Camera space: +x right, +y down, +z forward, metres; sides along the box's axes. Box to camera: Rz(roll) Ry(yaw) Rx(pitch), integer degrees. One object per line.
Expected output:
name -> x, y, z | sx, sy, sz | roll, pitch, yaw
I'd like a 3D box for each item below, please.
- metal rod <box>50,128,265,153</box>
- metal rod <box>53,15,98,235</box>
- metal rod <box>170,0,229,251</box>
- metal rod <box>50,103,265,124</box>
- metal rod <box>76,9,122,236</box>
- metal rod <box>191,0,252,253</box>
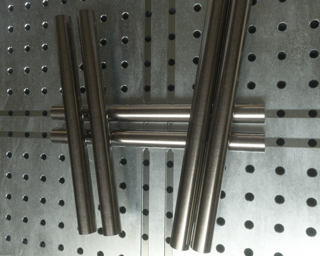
metal rod -> -0.016, 0.014, 0.419 | 0.301, 0.025, 0.025 | 1, 91, 20
metal rod -> -0.117, -0.006, 0.429 | 0.025, 0.025, 0.299 | -9, 87, 20
metal rod -> 0.047, -0.003, 0.371 | 0.025, 0.025, 0.298 | 10, 93, 20
metal rod -> -0.017, -0.020, 0.420 | 0.301, 0.025, 0.025 | 1, 91, 20
metal rod -> -0.082, -0.009, 0.416 | 0.025, 0.025, 0.299 | -8, 87, 20
metal rod -> 0.071, -0.004, 0.362 | 0.025, 0.025, 0.298 | 10, 93, 20
